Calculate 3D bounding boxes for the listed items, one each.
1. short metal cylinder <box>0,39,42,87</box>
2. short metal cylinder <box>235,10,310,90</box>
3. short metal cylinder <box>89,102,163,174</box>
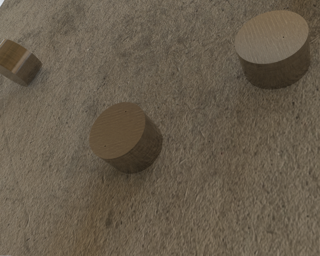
[{"bbox_3d":[-0.274,-0.122,0.588,0.080,0.080,0.050,17,71,34],"label":"short metal cylinder"},{"bbox_3d":[0.136,-0.094,0.374,0.080,0.050,0.080,-13,56,21],"label":"short metal cylinder"},{"bbox_3d":[-0.043,0.013,0.403,0.080,0.050,0.080,-13,56,21],"label":"short metal cylinder"}]
